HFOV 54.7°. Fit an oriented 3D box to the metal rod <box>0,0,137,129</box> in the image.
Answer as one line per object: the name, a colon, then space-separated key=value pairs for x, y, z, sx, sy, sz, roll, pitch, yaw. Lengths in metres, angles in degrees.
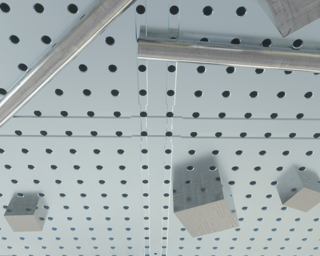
metal rod: x=-0.110 y=-0.080 z=0.342 sx=0.299 sy=0.025 sz=0.025 roll=-34 pitch=123 yaw=25

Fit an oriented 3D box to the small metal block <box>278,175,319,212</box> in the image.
small metal block: x=0.233 y=0.108 z=0.506 sx=0.050 sy=0.025 sz=0.050 roll=20 pitch=127 yaw=-16

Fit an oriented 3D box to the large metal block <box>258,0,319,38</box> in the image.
large metal block: x=0.101 y=-0.137 z=0.260 sx=0.050 sy=0.080 sz=0.080 roll=-28 pitch=125 yaw=22

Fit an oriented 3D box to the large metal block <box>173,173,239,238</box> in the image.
large metal block: x=0.074 y=0.128 z=0.505 sx=0.080 sy=0.050 sz=0.080 roll=-20 pitch=128 yaw=16

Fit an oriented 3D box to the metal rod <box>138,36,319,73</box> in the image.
metal rod: x=0.127 y=-0.078 z=0.346 sx=0.302 sy=0.025 sz=0.025 roll=4 pitch=130 yaw=-4

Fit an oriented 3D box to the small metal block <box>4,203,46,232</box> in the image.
small metal block: x=-0.236 y=0.157 z=0.543 sx=0.050 sy=0.025 sz=0.050 roll=-2 pitch=130 yaw=1
